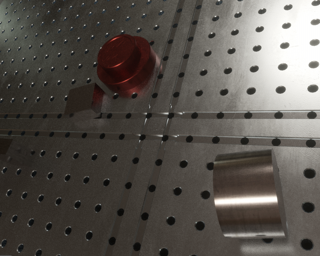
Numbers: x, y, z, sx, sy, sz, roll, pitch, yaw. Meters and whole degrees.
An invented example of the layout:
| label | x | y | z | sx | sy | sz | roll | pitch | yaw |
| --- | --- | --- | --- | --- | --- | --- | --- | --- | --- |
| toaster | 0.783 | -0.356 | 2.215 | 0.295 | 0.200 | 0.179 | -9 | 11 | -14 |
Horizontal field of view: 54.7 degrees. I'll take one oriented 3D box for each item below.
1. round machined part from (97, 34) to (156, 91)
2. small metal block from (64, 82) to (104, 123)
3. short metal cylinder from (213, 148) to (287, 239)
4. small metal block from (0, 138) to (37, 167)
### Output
| label | x | y | z | sx | sy | sz | roll | pitch | yaw |
| --- | --- | --- | --- | --- | --- | --- | --- | --- | --- |
| round machined part | -0.060 | -0.111 | 0.495 | 0.098 | 0.042 | 0.098 | -13 | 56 | 20 |
| small metal block | -0.121 | -0.040 | 0.494 | 0.050 | 0.025 | 0.050 | -11 | 57 | 21 |
| short metal cylinder | 0.085 | 0.061 | 0.290 | 0.050 | 0.080 | 0.080 | -10 | 58 | 23 |
| small metal block | -0.234 | 0.039 | 0.489 | 0.050 | 0.050 | 0.025 | 2 | 63 | 29 |
